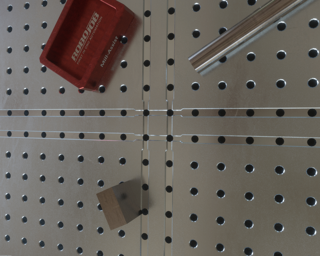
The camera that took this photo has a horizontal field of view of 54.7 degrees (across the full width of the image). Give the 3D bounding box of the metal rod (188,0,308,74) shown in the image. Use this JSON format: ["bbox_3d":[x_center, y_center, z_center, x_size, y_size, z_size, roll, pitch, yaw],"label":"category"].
[{"bbox_3d":[0.164,-0.158,0.354,0.300,0.025,0.025,-33,80,17],"label":"metal rod"}]

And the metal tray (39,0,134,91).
[{"bbox_3d":[-0.108,-0.130,0.447,0.090,0.030,0.129,33,101,16],"label":"metal tray"}]

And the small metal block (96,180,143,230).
[{"bbox_3d":[-0.054,0.103,0.418,0.025,0.050,0.050,-27,81,18],"label":"small metal block"}]
